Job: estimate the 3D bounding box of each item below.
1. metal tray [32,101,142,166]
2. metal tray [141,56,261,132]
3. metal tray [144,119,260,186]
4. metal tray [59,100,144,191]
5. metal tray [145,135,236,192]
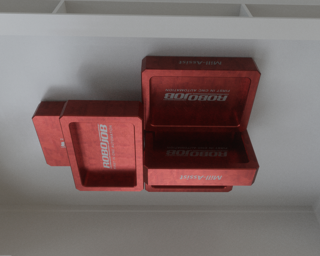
[{"bbox_3d":[-0.089,0.010,0.409,0.131,0.030,0.089,0,130,-1],"label":"metal tray"},{"bbox_3d":[0.044,-0.038,0.372,0.131,0.030,0.089,0,130,-1],"label":"metal tray"},{"bbox_3d":[0.047,0.028,0.387,0.131,0.090,0.030,1,130,-1],"label":"metal tray"},{"bbox_3d":[-0.065,0.027,0.385,0.091,0.030,0.129,1,130,-1],"label":"metal tray"},{"bbox_3d":[0.044,0.054,0.450,0.131,0.030,0.089,0,130,-1],"label":"metal tray"}]
